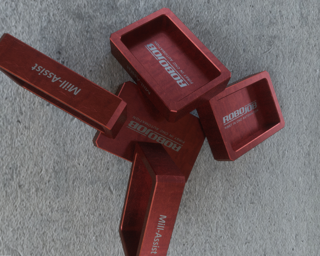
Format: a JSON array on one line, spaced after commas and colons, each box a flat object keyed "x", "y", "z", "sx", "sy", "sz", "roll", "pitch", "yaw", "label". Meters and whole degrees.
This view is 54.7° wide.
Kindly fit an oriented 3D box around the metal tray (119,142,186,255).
[{"x": -0.014, "y": 0.091, "z": 0.351, "sx": 0.030, "sy": 0.090, "sz": 0.129, "roll": 6, "pitch": 109, "yaw": -20, "label": "metal tray"}]

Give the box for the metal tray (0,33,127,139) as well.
[{"x": -0.098, "y": -0.037, "z": 0.323, "sx": 0.130, "sy": 0.090, "sz": 0.030, "roll": 30, "pitch": 80, "yaw": -1, "label": "metal tray"}]

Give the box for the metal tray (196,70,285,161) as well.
[{"x": 0.116, "y": -0.020, "z": 0.435, "sx": 0.131, "sy": 0.030, "sz": 0.090, "roll": -26, "pitch": 99, "yaw": -33, "label": "metal tray"}]

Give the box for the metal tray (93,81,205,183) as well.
[{"x": -0.009, "y": 0.008, "z": 0.405, "sx": 0.131, "sy": 0.030, "sz": 0.090, "roll": 27, "pitch": 81, "yaw": -19, "label": "metal tray"}]

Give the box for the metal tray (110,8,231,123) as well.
[{"x": 0.011, "y": -0.081, "z": 0.381, "sx": 0.090, "sy": 0.030, "sz": 0.130, "roll": -33, "pitch": 72, "yaw": -18, "label": "metal tray"}]
